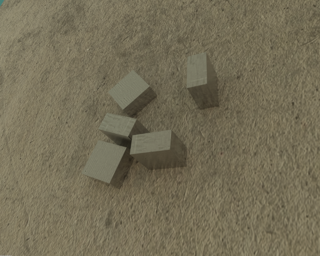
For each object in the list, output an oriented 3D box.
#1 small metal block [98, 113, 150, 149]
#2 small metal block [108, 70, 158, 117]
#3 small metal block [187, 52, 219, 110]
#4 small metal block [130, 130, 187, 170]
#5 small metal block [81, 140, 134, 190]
[{"bbox_3d":[-0.043,0.007,0.406,0.050,0.050,0.025,12,68,33],"label":"small metal block"},{"bbox_3d":[-0.041,-0.050,0.456,0.050,0.025,0.050,-42,51,-1],"label":"small metal block"},{"bbox_3d":[0.055,-0.059,0.395,0.025,0.050,0.050,-10,57,23],"label":"small metal block"},{"bbox_3d":[0.000,0.028,0.371,0.050,0.050,0.025,-9,58,23],"label":"small metal block"},{"bbox_3d":[-0.068,0.048,0.410,0.050,0.025,0.050,11,67,33],"label":"small metal block"}]
